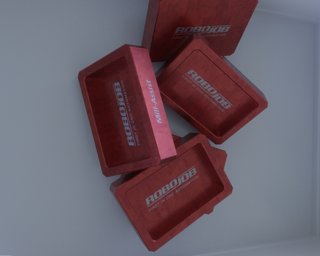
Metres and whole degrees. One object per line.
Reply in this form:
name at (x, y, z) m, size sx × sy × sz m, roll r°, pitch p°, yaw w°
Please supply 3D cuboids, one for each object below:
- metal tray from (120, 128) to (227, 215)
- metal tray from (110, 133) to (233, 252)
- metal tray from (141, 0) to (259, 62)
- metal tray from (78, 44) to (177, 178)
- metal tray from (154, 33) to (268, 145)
metal tray at (0.019, 0.057, 0.416) m, size 0.131 × 0.030 × 0.090 m, roll 17°, pitch 84°, yaw -20°
metal tray at (0.017, 0.075, 0.382) m, size 0.131 × 0.030 × 0.090 m, roll -32°, pitch 101°, yaw -17°
metal tray at (0.048, -0.132, 0.394) m, size 0.131 × 0.089 × 0.030 m, roll -10°, pitch 56°, yaw -20°
metal tray at (-0.040, -0.016, 0.350) m, size 0.030 × 0.090 × 0.129 m, roll -10°, pitch 83°, yaw -52°
metal tray at (0.063, -0.047, 0.404) m, size 0.130 × 0.030 × 0.090 m, roll 38°, pitch 117°, yaw -18°
